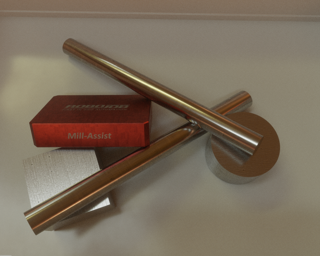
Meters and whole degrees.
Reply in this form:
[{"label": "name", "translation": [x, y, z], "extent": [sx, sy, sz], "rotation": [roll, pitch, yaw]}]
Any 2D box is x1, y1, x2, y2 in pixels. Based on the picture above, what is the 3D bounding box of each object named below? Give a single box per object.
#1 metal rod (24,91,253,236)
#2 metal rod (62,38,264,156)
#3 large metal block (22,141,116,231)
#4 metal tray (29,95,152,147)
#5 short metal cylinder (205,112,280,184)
[{"label": "metal rod", "translation": [-0.004, 0.026, 0.359], "extent": [0.302, 0.025, 0.025], "rotation": [-29, 72, -25]}, {"label": "metal rod", "translation": [-0.013, -0.050, 0.395], "extent": [0.300, 0.025, 0.025], "rotation": [30, 72, 23]}, {"label": "large metal block", "translation": [-0.105, 0.068, 0.365], "extent": [0.081, 0.050, 0.080], "rotation": [-18, 71, -7]}, {"label": "metal tray", "translation": [-0.077, -0.011, 0.379], "extent": [0.131, 0.030, 0.090], "rotation": [0, 26, 1]}, {"label": "short metal cylinder", "translation": [0.100, 0.026, 0.385], "extent": [0.081, 0.050, 0.080], "rotation": [0, 70, 0]}]
